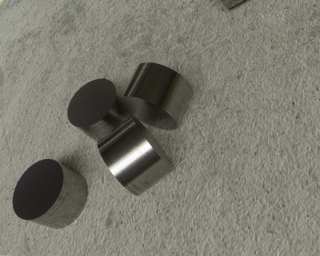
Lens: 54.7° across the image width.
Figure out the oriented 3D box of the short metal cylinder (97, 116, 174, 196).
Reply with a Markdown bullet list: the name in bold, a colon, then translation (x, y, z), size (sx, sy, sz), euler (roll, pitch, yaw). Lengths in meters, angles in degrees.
- **short metal cylinder**: translation (-0.028, 0.032, 0.364), size (0.050, 0.080, 0.080), euler (-37, 51, 3)

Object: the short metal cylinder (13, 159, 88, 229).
- **short metal cylinder**: translation (-0.144, 0.087, 0.410), size (0.080, 0.050, 0.080), euler (-13, 56, 21)

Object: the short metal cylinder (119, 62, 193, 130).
- **short metal cylinder**: translation (-0.005, -0.039, 0.395), size (0.080, 0.080, 0.050), euler (13, 69, 33)

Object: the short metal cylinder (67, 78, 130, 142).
- **short metal cylinder**: translation (-0.085, -0.024, 0.447), size (0.080, 0.050, 0.080), euler (-13, 56, 21)

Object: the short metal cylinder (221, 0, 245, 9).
- **short metal cylinder**: translation (0.106, -0.223, 0.450), size (0.050, 0.080, 0.080), euler (-27, 53, 12)
